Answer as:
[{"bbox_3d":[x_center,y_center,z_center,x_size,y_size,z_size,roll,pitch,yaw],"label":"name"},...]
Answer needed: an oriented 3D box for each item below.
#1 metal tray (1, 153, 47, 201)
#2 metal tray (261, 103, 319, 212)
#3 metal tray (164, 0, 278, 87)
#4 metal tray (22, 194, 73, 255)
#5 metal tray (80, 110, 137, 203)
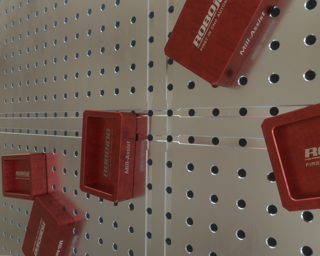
[{"bbox_3d":[-0.284,0.099,0.642,0.130,0.030,0.090,-6,86,40],"label":"metal tray"},{"bbox_3d":[0.165,0.019,0.270,0.130,0.030,0.090,-19,78,38],"label":"metal tray"},{"bbox_3d":[0.068,-0.124,0.351,0.090,0.030,0.129,40,114,32],"label":"metal tray"},{"bbox_3d":[-0.215,0.204,0.586,0.090,0.030,0.129,31,109,36],"label":"metal tray"},{"bbox_3d":[-0.081,0.039,0.474,0.090,0.030,0.129,6,94,40],"label":"metal tray"}]
